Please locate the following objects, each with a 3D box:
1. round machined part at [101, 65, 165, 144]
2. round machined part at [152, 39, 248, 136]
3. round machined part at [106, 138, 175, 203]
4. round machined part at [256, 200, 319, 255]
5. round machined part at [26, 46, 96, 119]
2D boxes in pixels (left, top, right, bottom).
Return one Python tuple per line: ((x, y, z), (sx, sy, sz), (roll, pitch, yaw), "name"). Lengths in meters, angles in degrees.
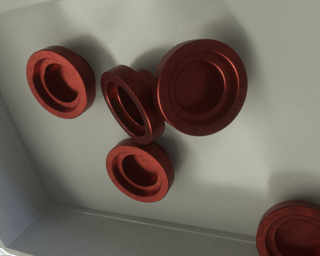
((-0.026, -0.032, 0.373), (0.098, 0.042, 0.097), (42, 153, 28), "round machined part")
((0.038, -0.044, 0.328), (0.099, 0.042, 0.097), (-5, 106, -17), "round machined part")
((-0.024, 0.055, 0.443), (0.098, 0.042, 0.097), (13, 124, 20), "round machined part")
((0.170, 0.135, 0.377), (0.098, 0.042, 0.097), (3, 98, 22), "round machined part")
((-0.129, -0.065, 0.423), (0.098, 0.042, 0.097), (13, 124, 20), "round machined part")
